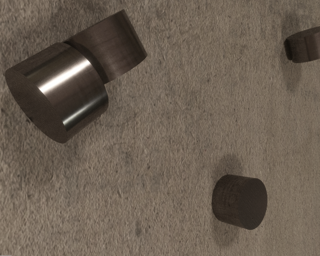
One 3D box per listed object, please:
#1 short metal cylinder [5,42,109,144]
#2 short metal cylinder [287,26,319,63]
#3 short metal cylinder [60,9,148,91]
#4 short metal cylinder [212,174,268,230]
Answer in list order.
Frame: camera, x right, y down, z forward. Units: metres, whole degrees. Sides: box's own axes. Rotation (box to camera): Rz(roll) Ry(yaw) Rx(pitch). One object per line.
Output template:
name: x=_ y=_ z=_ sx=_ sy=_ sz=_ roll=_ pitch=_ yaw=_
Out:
short metal cylinder: x=-0.095 y=-0.032 z=0.290 sx=0.050 sy=0.080 sz=0.080 roll=-44 pitch=117 yaw=-31
short metal cylinder: x=0.306 y=-0.170 z=0.629 sx=0.081 sy=0.080 sz=0.050 roll=-34 pitch=111 yaw=-35
short metal cylinder: x=-0.060 y=-0.080 z=0.320 sx=0.080 sy=0.080 sz=0.050 roll=-43 pitch=117 yaw=-32
short metal cylinder: x=0.129 y=0.118 z=0.500 sx=0.081 sy=0.050 sz=0.079 roll=0 pitch=90 yaw=-40
